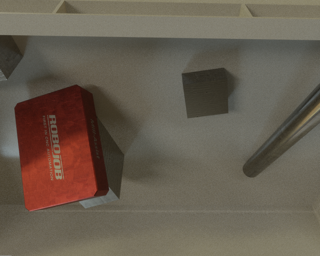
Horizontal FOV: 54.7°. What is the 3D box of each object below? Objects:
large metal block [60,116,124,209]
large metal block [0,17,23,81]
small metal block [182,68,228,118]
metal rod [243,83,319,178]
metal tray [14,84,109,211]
[{"bbox_3d":[-0.091,0.046,0.411,0.050,0.080,0.080,-18,128,14],"label":"large metal block"},{"bbox_3d":[-0.204,-0.088,0.315,0.080,0.050,0.080,-10,130,8],"label":"large metal block"},{"bbox_3d":[0.055,-0.042,0.375,0.050,0.025,0.050,-7,130,5],"label":"small metal block"},{"bbox_3d":[0.142,0.002,0.331,0.025,0.025,0.299,1,156,-1],"label":"metal rod"},{"bbox_3d":[-0.117,0.024,0.364,0.090,0.129,0.030,-15,166,12],"label":"metal tray"}]
